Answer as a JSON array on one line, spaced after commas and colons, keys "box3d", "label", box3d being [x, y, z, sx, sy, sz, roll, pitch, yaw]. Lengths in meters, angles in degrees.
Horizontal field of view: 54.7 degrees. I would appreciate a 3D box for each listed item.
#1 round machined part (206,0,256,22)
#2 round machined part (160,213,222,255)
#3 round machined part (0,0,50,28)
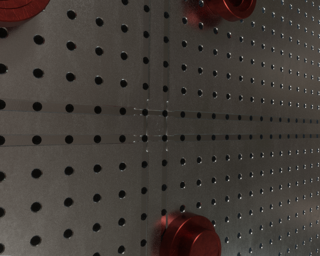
[{"box3d": [0.108, -0.218, 0.491, 0.099, 0.042, 0.097, 0, 90, -40], "label": "round machined part"}, {"box3d": [0.050, 0.175, 0.443, 0.099, 0.042, 0.097, 0, 90, -40], "label": "round machined part"}, {"box3d": [-0.149, -0.138, 0.273, 0.099, 0.042, 0.097, 0, 90, -40], "label": "round machined part"}]
